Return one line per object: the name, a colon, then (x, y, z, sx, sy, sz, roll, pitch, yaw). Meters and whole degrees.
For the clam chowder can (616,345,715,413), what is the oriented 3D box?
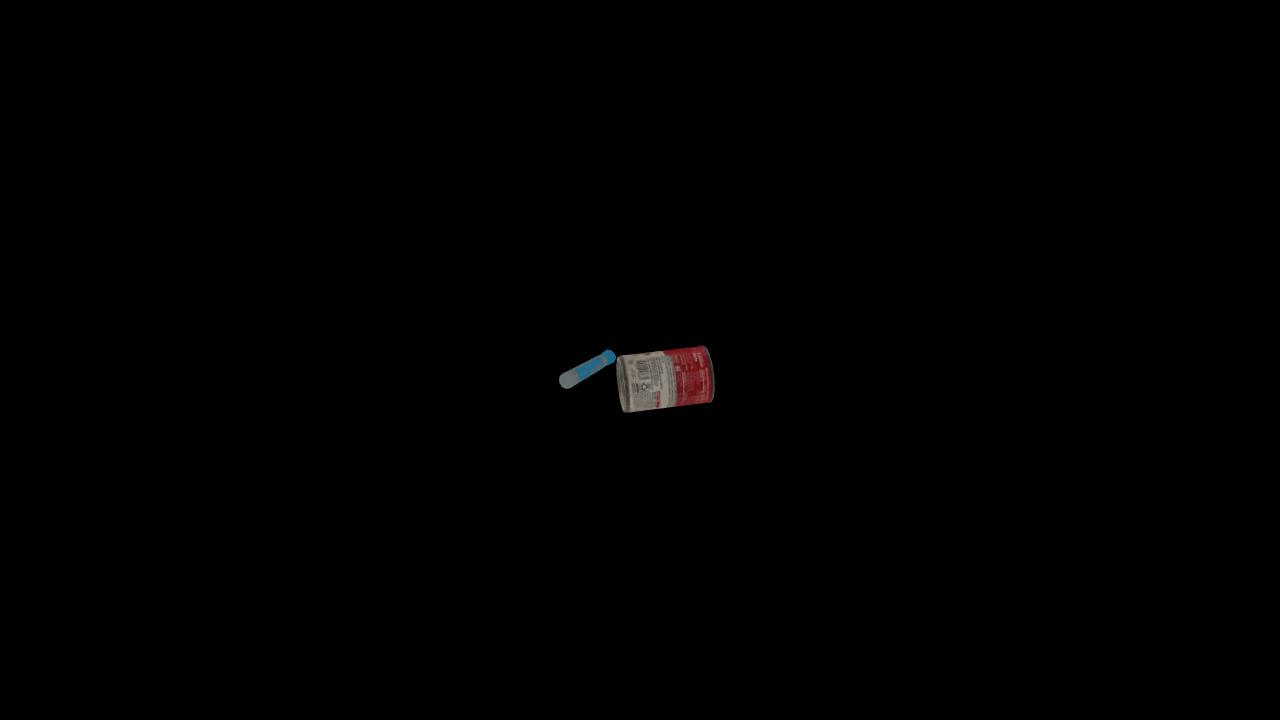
clam chowder can: (0.028, 0.022, 0.708, 0.102, 0.068, 0.068, -7, 1, -9)

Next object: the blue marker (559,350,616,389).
blue marker: (-0.060, 0.009, 0.747, 0.020, 0.020, 0.121, 0, 14, 24)
